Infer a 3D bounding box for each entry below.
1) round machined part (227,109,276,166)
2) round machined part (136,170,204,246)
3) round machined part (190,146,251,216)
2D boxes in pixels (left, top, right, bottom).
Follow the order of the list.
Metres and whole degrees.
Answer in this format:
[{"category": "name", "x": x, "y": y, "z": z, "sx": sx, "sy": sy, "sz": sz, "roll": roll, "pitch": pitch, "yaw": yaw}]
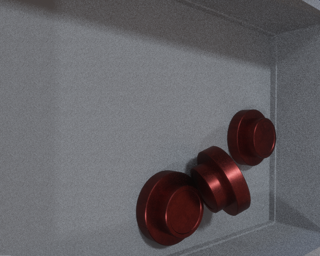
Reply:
[{"category": "round machined part", "x": 0.163, "y": 0.017, "z": 0.532, "sx": 0.099, "sy": 0.042, "sz": 0.097, "roll": 0, "pitch": 90, "yaw": -40}, {"category": "round machined part", "x": 0.020, "y": 0.107, "z": 0.413, "sx": 0.099, "sy": 0.042, "sz": 0.097, "roll": 0, "pitch": 90, "yaw": -40}, {"category": "round machined part", "x": 0.077, "y": 0.077, "z": 0.429, "sx": 0.042, "sy": 0.098, "sz": 0.098, "roll": -25, "pitch": 107, "yaw": -14}]
